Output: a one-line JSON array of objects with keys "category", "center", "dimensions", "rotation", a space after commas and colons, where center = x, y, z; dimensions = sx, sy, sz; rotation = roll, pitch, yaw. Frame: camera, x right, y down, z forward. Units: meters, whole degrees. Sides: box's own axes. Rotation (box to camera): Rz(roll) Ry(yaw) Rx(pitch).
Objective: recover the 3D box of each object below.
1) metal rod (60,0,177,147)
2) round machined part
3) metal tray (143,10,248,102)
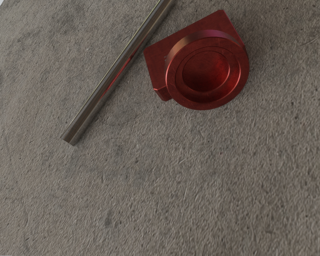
[{"category": "metal rod", "center": [-0.061, -0.102, 0.497], "dimensions": [0.025, 0.025, 0.300], "rotation": [23, 74, 36]}, {"category": "round machined part", "center": [0.054, -0.073, 0.376], "dimensions": [0.098, 0.098, 0.042], "rotation": [-25, 38, 13]}, {"category": "metal tray", "center": [0.047, -0.103, 0.440], "dimensions": [0.130, 0.030, 0.090], "rotation": [-24, 53, 13]}]
